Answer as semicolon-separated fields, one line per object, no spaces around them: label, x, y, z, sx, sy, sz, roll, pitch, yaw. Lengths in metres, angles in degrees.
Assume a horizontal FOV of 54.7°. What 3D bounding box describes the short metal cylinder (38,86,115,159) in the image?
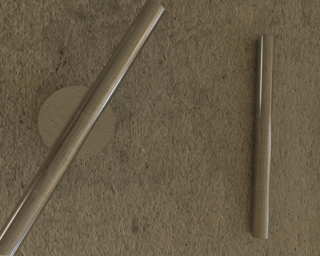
short metal cylinder;-0.098;-0.006;0.360;0.081;0.050;0.079;0;90;-20

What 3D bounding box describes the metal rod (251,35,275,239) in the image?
metal rod;0.155;0.013;0.466;0.025;0.025;0.298;2;89;-20

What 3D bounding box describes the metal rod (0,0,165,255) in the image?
metal rod;-0.078;-0.010;0.326;0.025;0.025;0.300;33;79;-17
